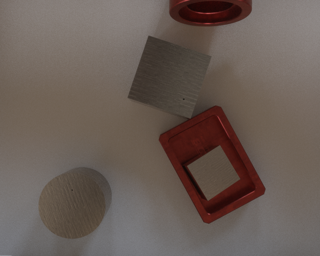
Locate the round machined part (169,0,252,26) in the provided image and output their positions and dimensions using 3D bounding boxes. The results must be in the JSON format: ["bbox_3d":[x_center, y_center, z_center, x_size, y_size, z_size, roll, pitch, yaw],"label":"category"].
[{"bbox_3d":[0.061,-0.160,0.376,0.099,0.098,0.042,1,90,-1],"label":"round machined part"}]

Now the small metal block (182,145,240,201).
[{"bbox_3d":[0.065,0.056,0.395,0.050,0.025,0.050,-31,90,-12],"label":"small metal block"}]

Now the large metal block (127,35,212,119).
[{"bbox_3d":[0.012,-0.062,0.399,0.080,0.050,0.080,18,90,-1],"label":"large metal block"}]

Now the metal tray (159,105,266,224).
[{"bbox_3d":[0.067,0.047,0.409,0.090,0.030,0.130,-28,90,-1],"label":"metal tray"}]

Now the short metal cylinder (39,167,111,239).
[{"bbox_3d":[-0.106,0.094,0.398,0.081,0.050,0.079,0,90,-1],"label":"short metal cylinder"}]
